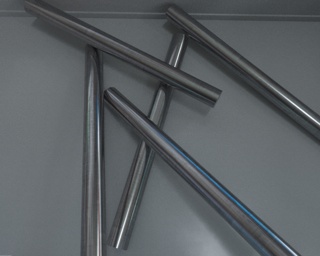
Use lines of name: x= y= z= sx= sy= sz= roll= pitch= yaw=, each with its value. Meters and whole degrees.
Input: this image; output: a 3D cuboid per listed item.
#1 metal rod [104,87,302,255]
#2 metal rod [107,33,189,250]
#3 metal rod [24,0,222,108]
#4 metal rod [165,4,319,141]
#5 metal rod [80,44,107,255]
metal rod: x=0.026 y=0.040 z=0.345 sx=0.025 sy=0.025 sz=0.300 roll=-40 pitch=57 yaw=-13
metal rod: x=-0.010 y=0.003 z=0.408 sx=0.025 sy=0.025 sz=0.299 roll=15 pitch=70 yaw=5
metal rod: x=-0.056 y=-0.107 z=0.421 sx=0.301 sy=0.025 sz=0.025 roll=29 pitch=72 yaw=10
metal rod: x=0.127 y=-0.075 z=0.431 sx=0.300 sy=0.025 sz=0.025 roll=41 pitch=75 yaw=10
metal rod: x=-0.080 y=0.009 z=0.373 sx=0.025 sy=0.025 sz=0.299 roll=-6 pitch=58 yaw=-3
